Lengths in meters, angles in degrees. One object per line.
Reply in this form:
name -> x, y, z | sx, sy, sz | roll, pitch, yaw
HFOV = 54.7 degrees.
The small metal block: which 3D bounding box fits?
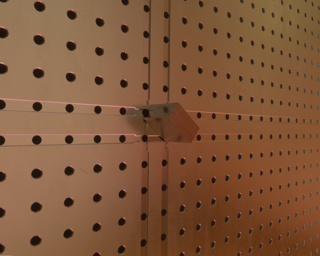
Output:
small metal block -> 0.015, -0.006, 0.407 | 0.050, 0.050, 0.025 | 48, 62, -30
